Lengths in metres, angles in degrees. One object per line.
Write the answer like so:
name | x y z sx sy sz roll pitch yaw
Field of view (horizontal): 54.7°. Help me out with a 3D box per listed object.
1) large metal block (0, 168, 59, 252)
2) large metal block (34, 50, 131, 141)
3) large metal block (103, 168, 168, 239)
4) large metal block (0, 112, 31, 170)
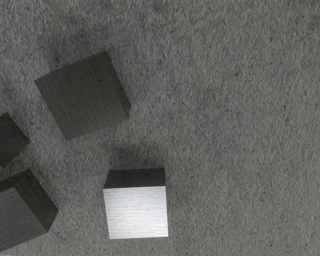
large metal block | -0.206 0.116 0.437 0.080 0.050 0.080 -24 109 8
large metal block | -0.090 -0.041 0.381 0.080 0.050 0.080 -20 109 7
large metal block | -0.031 0.105 0.435 0.080 0.050 0.079 -3 110 1
large metal block | -0.227 0.031 0.390 0.080 0.080 0.050 -28 108 10
